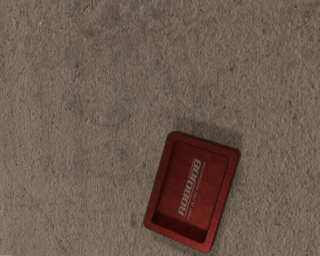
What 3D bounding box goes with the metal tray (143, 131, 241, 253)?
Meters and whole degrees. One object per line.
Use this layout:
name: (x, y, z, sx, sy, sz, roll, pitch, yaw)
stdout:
metal tray: (0.040, 0.077, 0.391, 0.090, 0.030, 0.129, 17, 96, 18)
